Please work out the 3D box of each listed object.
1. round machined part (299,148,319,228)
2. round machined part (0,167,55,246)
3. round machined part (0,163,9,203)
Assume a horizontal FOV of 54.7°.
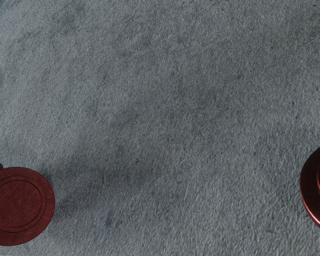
[{"bbox_3d":[0.175,0.050,0.270,0.098,0.042,0.098,-13,56,21],"label":"round machined part"},{"bbox_3d":[-0.182,0.097,0.390,0.042,0.099,0.098,-30,42,54],"label":"round machined part"},{"bbox_3d":[-0.241,0.097,0.438,0.042,0.098,0.098,17,63,-11],"label":"round machined part"}]
